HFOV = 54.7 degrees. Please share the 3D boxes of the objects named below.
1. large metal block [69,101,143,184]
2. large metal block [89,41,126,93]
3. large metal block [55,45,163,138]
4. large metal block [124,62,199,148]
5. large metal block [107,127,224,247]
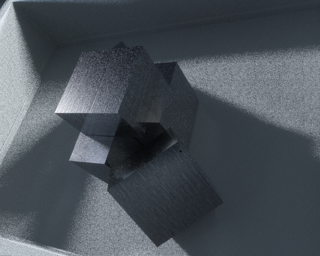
[{"bbox_3d":[-0.054,0.021,0.384,0.050,0.080,0.080,1,62,28],"label":"large metal block"},{"bbox_3d":[-0.062,-0.066,0.432,0.080,0.080,0.050,-37,86,3],"label":"large metal block"},{"bbox_3d":[-0.053,-0.038,0.335,0.080,0.050,0.080,2,63,29],"label":"large metal block"},{"bbox_3d":[0.004,-0.022,0.379,0.050,0.080,0.080,1,62,28],"label":"large metal block"},{"bbox_3d":[0.004,0.059,0.320,0.080,0.080,0.050,-36,16,4],"label":"large metal block"}]
